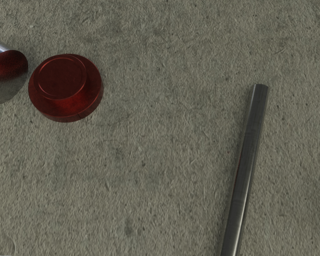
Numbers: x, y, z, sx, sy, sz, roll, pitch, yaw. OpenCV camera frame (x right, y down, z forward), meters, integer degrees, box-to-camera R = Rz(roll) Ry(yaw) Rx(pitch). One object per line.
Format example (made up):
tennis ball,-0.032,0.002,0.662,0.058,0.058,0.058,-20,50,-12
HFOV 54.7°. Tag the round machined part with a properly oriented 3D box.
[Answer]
round machined part,-0.129,-0.060,0.419,0.099,0.042,0.098,0,70,-1

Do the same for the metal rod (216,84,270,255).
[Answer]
metal rod,0.098,0.080,0.379,0.025,0.025,0.299,15,70,5

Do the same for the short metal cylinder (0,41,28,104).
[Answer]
short metal cylinder,-0.222,-0.076,0.404,0.050,0.080,0.080,30,73,10
